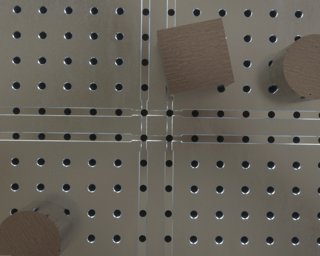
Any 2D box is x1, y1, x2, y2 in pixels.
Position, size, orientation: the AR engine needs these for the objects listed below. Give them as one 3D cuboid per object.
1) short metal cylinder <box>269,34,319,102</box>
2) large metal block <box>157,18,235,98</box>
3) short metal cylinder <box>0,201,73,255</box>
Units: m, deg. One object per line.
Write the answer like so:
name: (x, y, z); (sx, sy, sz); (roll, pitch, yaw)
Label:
short metal cylinder: (0.190, -0.075, 0.402); (0.081, 0.050, 0.080); (0, 90, 0)
large metal block: (0.044, -0.087, 0.401); (0.080, 0.050, 0.080); (-11, 90, 0)
short metal cylinder: (-0.160, 0.140, 0.400); (0.081, 0.050, 0.080); (0, 90, 0)
